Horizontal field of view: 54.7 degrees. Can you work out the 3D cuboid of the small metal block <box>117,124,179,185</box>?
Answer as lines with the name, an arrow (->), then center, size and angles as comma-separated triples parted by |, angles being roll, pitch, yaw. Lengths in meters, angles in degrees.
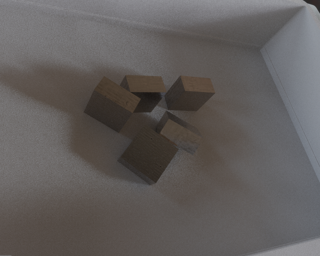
small metal block -> -0.014, 0.032, 0.371 | 0.050, 0.025, 0.050 | 37, 67, -4

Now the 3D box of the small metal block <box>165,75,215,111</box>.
small metal block -> 0.042, -0.048, 0.443 | 0.050, 0.050, 0.025 | 0, 62, -29

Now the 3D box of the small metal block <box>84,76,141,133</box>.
small metal block -> -0.059, -0.027, 0.376 | 0.050, 0.050, 0.025 | 32, 52, -8

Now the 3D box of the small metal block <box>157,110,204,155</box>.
small metal block -> 0.025, 0.005, 0.400 | 0.050, 0.025, 0.050 | 30, 11, -10

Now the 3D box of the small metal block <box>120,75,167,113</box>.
small metal block -> -0.027, -0.043, 0.403 | 0.050, 0.050, 0.025 | -3, 64, -30
